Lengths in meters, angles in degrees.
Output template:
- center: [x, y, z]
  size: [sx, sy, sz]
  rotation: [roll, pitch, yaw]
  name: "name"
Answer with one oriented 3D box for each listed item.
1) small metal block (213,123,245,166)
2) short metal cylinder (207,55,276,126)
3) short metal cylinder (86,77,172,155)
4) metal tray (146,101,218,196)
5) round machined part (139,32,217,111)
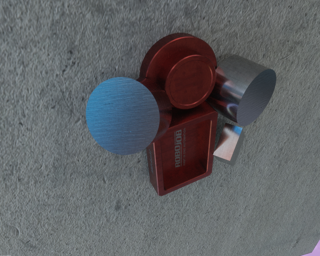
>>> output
- center: [0.103, 0.025, 0.458]
  size: [0.050, 0.025, 0.050]
  rotation: [-67, 157, -8]
  name: "small metal block"
- center: [0.106, -0.049, 0.406]
  size: [0.081, 0.050, 0.079]
  rotation: [-29, 138, -30]
  name: "short metal cylinder"
- center: [-0.032, -0.015, 0.337]
  size: [0.080, 0.080, 0.050]
  rotation: [-61, 170, 15]
  name: "short metal cylinder"
- center: [0.029, 0.030, 0.425]
  size: [0.091, 0.030, 0.129]
  rotation: [-20, 136, -17]
  name: "metal tray"
- center: [0.028, -0.062, 0.375]
  size: [0.099, 0.042, 0.097]
  rotation: [-14, 124, -21]
  name: "round machined part"
